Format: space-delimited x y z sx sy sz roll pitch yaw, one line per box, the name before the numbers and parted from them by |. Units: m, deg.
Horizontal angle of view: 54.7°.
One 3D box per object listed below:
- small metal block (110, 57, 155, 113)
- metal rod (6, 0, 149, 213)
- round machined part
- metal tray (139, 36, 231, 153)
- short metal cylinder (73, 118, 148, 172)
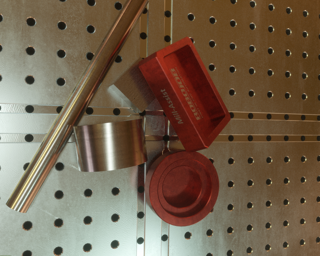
small metal block | -0.028 -0.055 0.403 0.050 0.025 0.050 45 76 -15
metal rod | -0.095 -0.040 0.378 0.025 0.025 0.299 31 80 -18
round machined part | 0.026 0.077 0.414 0.099 0.042 0.097 0 90 -21
metal tray | 0.037 -0.045 0.402 0.091 0.030 0.130 -42 106 -48
short metal cylinder | -0.057 0.018 0.363 0.081 0.080 0.050 -8 93 -20
